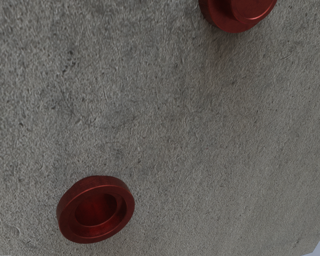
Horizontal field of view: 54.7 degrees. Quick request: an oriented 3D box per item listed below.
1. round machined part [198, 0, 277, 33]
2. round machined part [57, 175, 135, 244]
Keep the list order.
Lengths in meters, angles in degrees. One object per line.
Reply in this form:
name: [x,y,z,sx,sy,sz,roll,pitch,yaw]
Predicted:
round machined part: [0.096,-0.157,0.351,0.099,0.042,0.097,-14,124,-21]
round machined part: [-0.087,0.102,0.412,0.099,0.042,0.097,-14,124,-21]
